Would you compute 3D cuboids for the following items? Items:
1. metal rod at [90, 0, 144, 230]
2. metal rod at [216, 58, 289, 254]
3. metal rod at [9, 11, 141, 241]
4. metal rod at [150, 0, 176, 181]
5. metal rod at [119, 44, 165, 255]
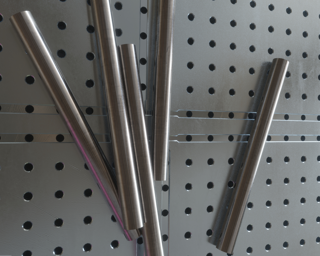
[{"bbox_3d":[-0.054,-0.028,0.379,0.025,0.025,0.298,-8,88,-20],"label":"metal rod"},{"bbox_3d":[0.141,0.037,0.466,0.025,0.025,0.299,21,83,-19],"label":"metal rod"},{"bbox_3d":[-0.096,0.005,0.377,0.025,0.025,0.299,-29,100,-18],"label":"metal rod"},{"bbox_3d":[0.004,-0.081,0.415,0.025,0.025,0.298,3,89,-20],"label":"metal rod"},{"bbox_3d":[-0.023,0.044,0.393,0.025,0.025,0.298,-8,89,-20],"label":"metal rod"}]
